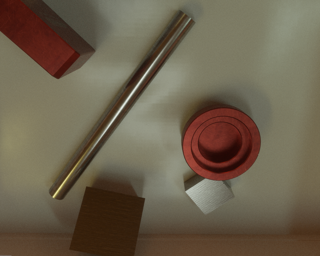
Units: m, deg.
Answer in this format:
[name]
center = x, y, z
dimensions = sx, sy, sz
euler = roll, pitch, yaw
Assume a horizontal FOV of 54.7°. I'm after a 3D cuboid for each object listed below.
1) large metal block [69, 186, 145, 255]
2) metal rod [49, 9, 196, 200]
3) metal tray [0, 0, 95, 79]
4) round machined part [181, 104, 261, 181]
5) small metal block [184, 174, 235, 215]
[large metal block]
center = -0.070, 0.131, 0.424
dimensions = 0.081, 0.050, 0.080
euler = 13, 68, -5
[metal rod]
center = -0.058, -0.019, 0.403
dimensions = 0.025, 0.025, 0.299
euler = 35, 106, -12
[metal tray]
center = -0.116, -0.098, 0.316
dimensions = 0.090, 0.130, 0.030
euler = 43, 98, -14
[round machined part]
center = 0.077, 0.016, 0.407
dimensions = 0.099, 0.042, 0.097
euler = 0, 106, -1
[small metal block]
center = 0.070, 0.089, 0.445
dimensions = 0.050, 0.025, 0.050
euler = -36, 107, 12
